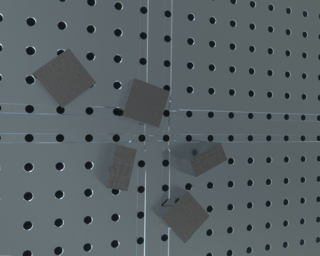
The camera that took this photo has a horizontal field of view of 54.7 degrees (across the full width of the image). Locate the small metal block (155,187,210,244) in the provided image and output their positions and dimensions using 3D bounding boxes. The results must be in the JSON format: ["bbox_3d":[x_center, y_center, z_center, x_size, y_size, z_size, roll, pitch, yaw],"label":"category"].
[{"bbox_3d":[0.031,0.119,0.426,0.050,0.025,0.050,-44,104,-15],"label":"small metal block"}]

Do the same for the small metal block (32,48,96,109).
[{"bbox_3d":[-0.114,-0.058,0.371,0.050,0.025,0.050,-41,103,-16],"label":"small metal block"}]

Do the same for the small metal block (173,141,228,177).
[{"bbox_3d":[0.054,0.040,0.421,0.050,0.050,0.025,-25,99,-19],"label":"small metal block"}]

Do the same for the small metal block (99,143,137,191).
[{"bbox_3d":[-0.053,0.046,0.381,0.025,0.050,0.050,14,85,-20],"label":"small metal block"}]

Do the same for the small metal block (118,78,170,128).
[{"bbox_3d":[-0.021,-0.032,0.406,0.050,0.025,0.050,19,84,-20],"label":"small metal block"}]
